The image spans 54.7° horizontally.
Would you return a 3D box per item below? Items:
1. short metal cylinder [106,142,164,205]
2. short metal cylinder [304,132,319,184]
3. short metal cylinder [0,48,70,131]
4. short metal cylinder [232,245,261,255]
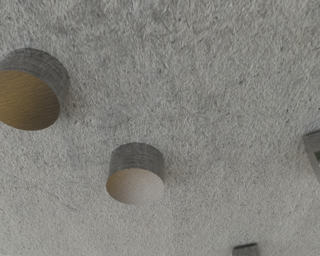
[{"bbox_3d":[-0.034,0.067,0.447,0.081,0.050,0.079,0,130,0],"label":"short metal cylinder"},{"bbox_3d":[0.230,0.041,0.408,0.050,0.080,0.080,-20,127,16],"label":"short metal cylinder"},{"bbox_3d":[-0.149,-0.043,0.352,0.081,0.050,0.079,0,130,0],"label":"short metal cylinder"},{"bbox_3d":[0.178,0.275,0.607,0.050,0.080,0.080,-18,128,14],"label":"short metal cylinder"}]
